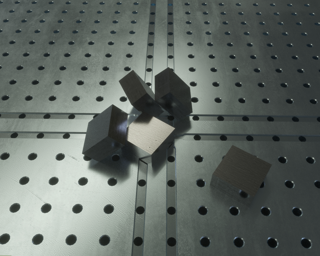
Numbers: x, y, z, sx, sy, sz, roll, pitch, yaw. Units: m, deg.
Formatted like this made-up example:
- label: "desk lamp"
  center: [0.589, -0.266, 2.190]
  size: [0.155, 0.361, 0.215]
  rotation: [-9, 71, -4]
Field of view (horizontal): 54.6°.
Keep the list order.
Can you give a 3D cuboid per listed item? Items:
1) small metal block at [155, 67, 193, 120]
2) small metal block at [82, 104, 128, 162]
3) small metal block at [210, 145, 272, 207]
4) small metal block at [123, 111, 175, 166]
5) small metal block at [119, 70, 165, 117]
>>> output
- label: "small metal block"
  center: [0.019, -0.047, 0.428]
  size: [0.025, 0.050, 0.050]
  rotation: [-29, 43, 29]
- label: "small metal block"
  center: [-0.067, 0.007, 0.384]
  size: [0.050, 0.025, 0.050]
  rotation: [-32, 40, 33]
- label: "small metal block"
  center: [0.094, 0.055, 0.362]
  size: [0.050, 0.025, 0.050]
  rotation: [28, 55, 21]
- label: "small metal block"
  center: [-0.016, 0.013, 0.397]
  size: [0.050, 0.025, 0.050]
  rotation: [29, 56, 22]
- label: "small metal block"
  center: [-0.025, -0.044, 0.424]
  size: [0.025, 0.050, 0.050]
  rotation: [-37, 53, 9]
